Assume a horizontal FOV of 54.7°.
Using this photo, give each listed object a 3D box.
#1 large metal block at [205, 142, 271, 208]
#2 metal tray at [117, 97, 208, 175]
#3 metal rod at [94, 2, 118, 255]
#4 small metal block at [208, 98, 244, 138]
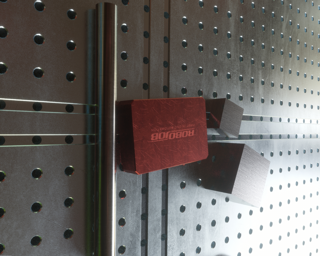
[{"bbox_3d":[0.129,0.076,0.504,0.080,0.050,0.080,31,71,-36],"label":"large metal block"},{"bbox_3d":[0.009,0.006,0.415,0.131,0.030,0.089,-7,95,-40],"label":"metal tray"},{"bbox_3d":[-0.063,0.009,0.358,0.025,0.025,0.298,0,90,-40],"label":"metal rod"},{"bbox_3d":[0.107,-0.016,0.501,0.050,0.025,0.050,23,75,-38],"label":"small metal block"}]
